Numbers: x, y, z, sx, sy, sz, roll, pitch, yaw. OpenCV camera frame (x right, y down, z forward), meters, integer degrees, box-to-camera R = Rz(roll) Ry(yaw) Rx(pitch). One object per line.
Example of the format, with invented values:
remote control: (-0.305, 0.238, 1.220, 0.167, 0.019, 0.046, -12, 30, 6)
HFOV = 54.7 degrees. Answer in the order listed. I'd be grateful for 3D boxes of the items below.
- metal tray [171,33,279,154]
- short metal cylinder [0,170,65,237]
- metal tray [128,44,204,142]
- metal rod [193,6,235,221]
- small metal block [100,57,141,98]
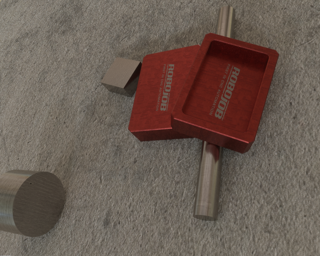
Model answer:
metal tray: (0.076, -0.045, 0.359, 0.090, 0.030, 0.130, 19, 65, 10)
short metal cylinder: (-0.171, 0.095, 0.398, 0.050, 0.080, 0.080, -1, 62, 28)
metal tray: (0.013, -0.048, 0.422, 0.090, 0.030, 0.130, -5, 59, 25)
metal rod: (0.072, -0.038, 0.388, 0.025, 0.025, 0.299, -3, 60, 26)
small metal block: (-0.056, -0.079, 0.480, 0.050, 0.025, 0.050, 19, 71, 35)
